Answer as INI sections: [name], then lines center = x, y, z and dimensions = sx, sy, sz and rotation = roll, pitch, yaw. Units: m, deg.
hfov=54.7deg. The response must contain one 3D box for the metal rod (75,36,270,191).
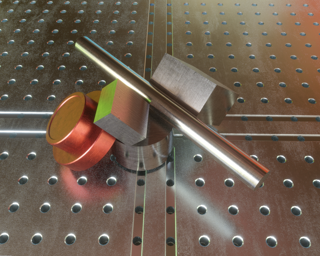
[metal rod]
center = -0.005, -0.033, 0.366
dimensions = 0.025, 0.025, 0.300
rotation = -36, 59, -26

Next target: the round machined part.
[round machined part]
center = -0.094, -0.003, 0.360
dimensions = 0.098, 0.042, 0.098
rotation = -24, 48, 30

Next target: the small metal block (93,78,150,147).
[small metal block]
center = -0.039, -0.016, 0.332
dimensions = 0.025, 0.050, 0.050
rotation = -27, 42, 32

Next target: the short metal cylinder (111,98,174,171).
[short metal cylinder]
center = -0.023, 0.005, 0.381
dimensions = 0.081, 0.050, 0.080
rotation = 0, 50, 0

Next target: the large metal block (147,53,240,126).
[large metal block]
center = 0.044, -0.047, 0.399
dimensions = 0.080, 0.050, 0.080
rotation = 39, 17, 27
